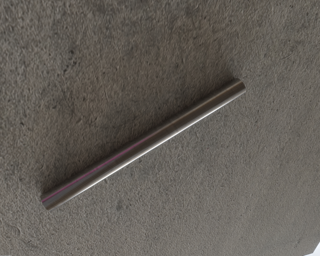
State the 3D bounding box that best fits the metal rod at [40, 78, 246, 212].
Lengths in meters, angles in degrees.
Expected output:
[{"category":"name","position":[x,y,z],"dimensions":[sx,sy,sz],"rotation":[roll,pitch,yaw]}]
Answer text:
[{"category":"metal rod","position":[-0.015,0.018,0.411],"dimensions":[0.301,0.025,0.025],"rotation":[-31,129,-8]}]
